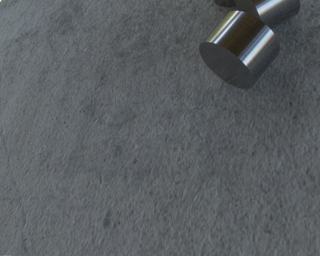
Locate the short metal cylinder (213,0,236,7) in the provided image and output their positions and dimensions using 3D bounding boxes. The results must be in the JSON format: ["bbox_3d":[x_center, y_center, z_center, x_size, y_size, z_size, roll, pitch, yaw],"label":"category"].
[{"bbox_3d":[0.112,-0.233,0.471,0.080,0.050,0.080,-13,56,20],"label":"short metal cylinder"}]

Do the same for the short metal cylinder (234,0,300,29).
[{"bbox_3d":[0.134,-0.167,0.400,0.050,0.080,0.080,-31,52,9],"label":"short metal cylinder"}]

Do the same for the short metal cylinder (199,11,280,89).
[{"bbox_3d":[0.095,-0.093,0.375,0.080,0.080,0.050,35,81,38],"label":"short metal cylinder"}]
